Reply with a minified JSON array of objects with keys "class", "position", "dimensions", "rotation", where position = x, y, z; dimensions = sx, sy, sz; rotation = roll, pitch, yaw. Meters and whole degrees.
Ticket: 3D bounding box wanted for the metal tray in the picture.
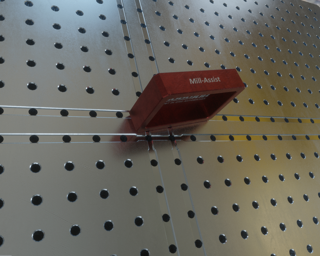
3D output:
[{"class":"metal tray","position":[0.035,-0.036,0.407],"dimensions":[0.131,0.090,0.030],"rotation":[-10,67,-32]}]
